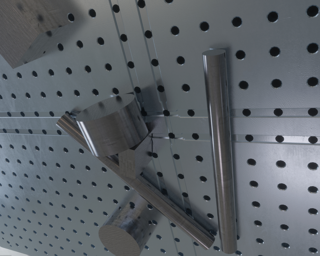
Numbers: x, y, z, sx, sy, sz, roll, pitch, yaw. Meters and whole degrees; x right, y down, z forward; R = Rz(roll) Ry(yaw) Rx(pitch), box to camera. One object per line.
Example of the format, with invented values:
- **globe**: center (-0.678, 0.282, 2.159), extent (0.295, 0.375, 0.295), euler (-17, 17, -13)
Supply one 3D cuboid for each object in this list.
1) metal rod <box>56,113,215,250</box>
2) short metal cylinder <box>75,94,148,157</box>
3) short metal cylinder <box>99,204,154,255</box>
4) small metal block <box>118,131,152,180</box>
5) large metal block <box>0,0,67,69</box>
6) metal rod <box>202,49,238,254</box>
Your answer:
- **metal rod**: center (-0.038, 0.083, 0.482), extent (0.300, 0.025, 0.025), euler (40, 129, 0)
- **short metal cylinder**: center (-0.062, -0.005, 0.405), extent (0.080, 0.080, 0.050), euler (-6, 115, 31)
- **short metal cylinder**: center (-0.058, 0.181, 0.538), extent (0.080, 0.050, 0.079), euler (13, 124, 21)
- **small metal block**: center (-0.034, 0.035, 0.435), extent (0.025, 0.050, 0.050), euler (14, 124, 20)
- **large metal block**: center (-0.185, -0.139, 0.407), extent (0.080, 0.050, 0.080), euler (-31, 101, 38)
- **metal rod**: center (0.081, 0.050, 0.399), extent (0.025, 0.025, 0.298), euler (4, 121, 26)
